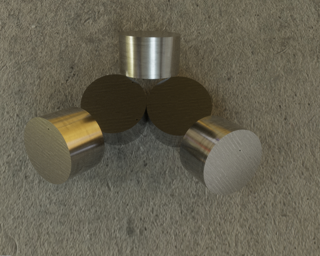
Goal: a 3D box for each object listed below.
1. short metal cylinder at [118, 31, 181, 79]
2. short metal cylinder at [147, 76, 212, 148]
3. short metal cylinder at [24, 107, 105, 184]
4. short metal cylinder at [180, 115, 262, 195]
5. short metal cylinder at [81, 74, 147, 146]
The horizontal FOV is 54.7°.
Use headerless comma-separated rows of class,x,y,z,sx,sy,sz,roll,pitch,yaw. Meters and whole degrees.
short metal cylinder,-0.014,-0.099,0.410,0.080,0.080,0.050,2,113,0
short metal cylinder,0.024,-0.020,0.403,0.081,0.050,0.080,0,70,0
short metal cylinder,-0.113,0.019,0.365,0.080,0.080,0.050,45,36,14
short metal cylinder,0.071,0.031,0.363,0.080,0.080,0.050,-35,32,-12
short metal cylinder,-0.057,-0.023,0.403,0.081,0.050,0.080,0,70,0
